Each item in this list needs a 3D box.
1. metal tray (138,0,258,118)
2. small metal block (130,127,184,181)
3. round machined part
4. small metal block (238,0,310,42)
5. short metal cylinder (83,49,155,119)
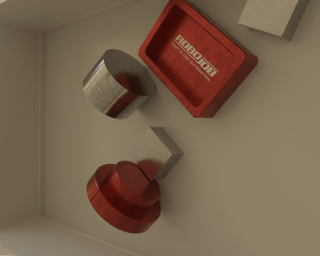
[{"bbox_3d":[0.038,-0.086,0.370,0.130,0.030,0.090,51,120,27],"label":"metal tray"},{"bbox_3d":[-0.005,0.034,0.408,0.050,0.025,0.050,49,117,28],"label":"small metal block"},{"bbox_3d":[-0.038,0.079,0.389,0.098,0.099,0.042,48,111,29],"label":"round machined part"},{"bbox_3d":[0.115,-0.120,0.311,0.050,0.025,0.050,33,110,35],"label":"small metal block"},{"bbox_3d":[-0.054,-0.058,0.414,0.050,0.081,0.080,-42,65,32],"label":"short metal cylinder"}]
